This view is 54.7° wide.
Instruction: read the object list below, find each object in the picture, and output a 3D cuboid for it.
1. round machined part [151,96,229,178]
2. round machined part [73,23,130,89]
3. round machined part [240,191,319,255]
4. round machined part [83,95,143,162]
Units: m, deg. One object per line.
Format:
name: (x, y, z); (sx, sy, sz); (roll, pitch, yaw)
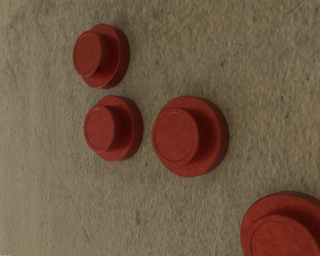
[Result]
round machined part: (0.029, 0.010, 0.369); (0.098, 0.042, 0.097); (0, 90, 39)
round machined part: (-0.095, -0.109, 0.470); (0.098, 0.042, 0.097); (0, 90, 39)
round machined part: (0.121, 0.112, 0.293); (0.098, 0.042, 0.097); (0, 90, 39)
round machined part: (-0.074, 0.001, 0.453); (0.098, 0.042, 0.097); (0, 90, 39)
